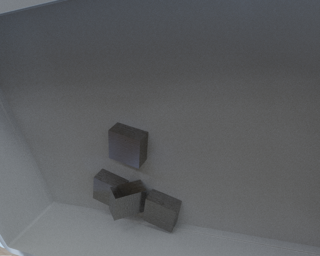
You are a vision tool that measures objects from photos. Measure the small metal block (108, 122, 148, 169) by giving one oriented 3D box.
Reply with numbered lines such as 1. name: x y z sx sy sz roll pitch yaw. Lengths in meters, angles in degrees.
1. small metal block: -0.046 0.025 0.449 0.050 0.025 0.050 17 125 18

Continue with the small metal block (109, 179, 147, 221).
1. small metal block: -0.051 0.113 0.487 0.025 0.050 0.050 52 143 45

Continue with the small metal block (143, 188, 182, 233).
1. small metal block: 0.003 0.130 0.488 0.050 0.025 0.050 20 126 16

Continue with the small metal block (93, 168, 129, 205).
1. small metal block: -0.083 0.102 0.516 0.050 0.025 0.050 22 127 15
